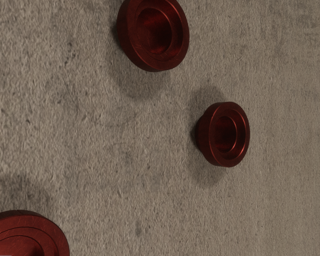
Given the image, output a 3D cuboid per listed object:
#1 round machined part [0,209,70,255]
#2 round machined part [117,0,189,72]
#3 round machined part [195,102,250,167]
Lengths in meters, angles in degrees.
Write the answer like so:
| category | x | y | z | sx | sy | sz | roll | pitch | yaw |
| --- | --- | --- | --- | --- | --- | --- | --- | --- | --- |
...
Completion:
| category | x | y | z | sx | sy | sz | roll | pitch | yaw |
| --- | --- | --- | --- | --- | --- | --- | --- | --- | --- |
| round machined part | -0.137 | 0.123 | 0.280 | 0.099 | 0.042 | 0.097 | 0 | 90 | -40 |
| round machined part | -0.012 | -0.118 | 0.385 | 0.099 | 0.042 | 0.097 | 0 | 90 | -40 |
| round machined part | 0.091 | 0.009 | 0.473 | 0.099 | 0.042 | 0.097 | 0 | 90 | -40 |
